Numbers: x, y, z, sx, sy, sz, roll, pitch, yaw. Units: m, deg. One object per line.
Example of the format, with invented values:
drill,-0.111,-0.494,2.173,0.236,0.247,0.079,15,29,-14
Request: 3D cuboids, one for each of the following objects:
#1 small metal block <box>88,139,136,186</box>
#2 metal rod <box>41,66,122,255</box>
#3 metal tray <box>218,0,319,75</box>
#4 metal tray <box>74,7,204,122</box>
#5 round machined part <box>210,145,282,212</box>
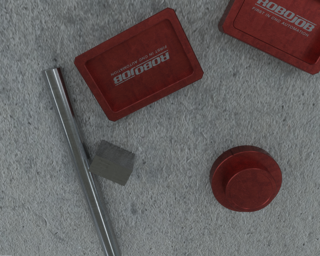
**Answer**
small metal block,-0.063,0.045,0.412,0.050,0.050,0.025,25,108,-9
metal rod,-0.103,0.064,0.431,0.025,0.025,0.298,-11,110,4
metal tray,0.146,-0.129,0.361,0.131,0.030,0.089,23,108,-9
metal tray,-0.024,-0.076,0.378,0.130,0.030,0.090,-26,108,8
round machined part,0.121,0.077,0.431,0.099,0.042,0.097,0,110,-1
